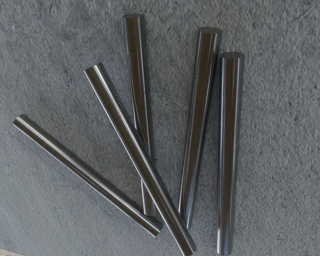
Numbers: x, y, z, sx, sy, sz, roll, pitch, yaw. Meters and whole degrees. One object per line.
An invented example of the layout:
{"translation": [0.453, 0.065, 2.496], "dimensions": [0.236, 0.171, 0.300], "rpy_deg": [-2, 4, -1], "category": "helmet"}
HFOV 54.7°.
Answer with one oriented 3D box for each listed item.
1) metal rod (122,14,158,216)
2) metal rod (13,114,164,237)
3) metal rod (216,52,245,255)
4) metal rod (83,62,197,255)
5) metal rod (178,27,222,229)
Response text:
{"translation": [-0.022, 0.003, 0.420], "dimensions": [0.025, 0.025, 0.298], "rpy_deg": [11, 123, 22], "category": "metal rod"}
{"translation": [-0.120, 0.078, 0.518], "dimensions": [0.300, 0.025, 0.025], "rpy_deg": [38, 129, 2], "category": "metal rod"}
{"translation": [0.086, 0.054, 0.394], "dimensions": [0.025, 0.025, 0.298], "rpy_deg": [9, 123, 23], "category": "metal rod"}
{"translation": [-0.019, 0.054, 0.416], "dimensions": [0.025, 0.025, 0.299], "rpy_deg": [-13, 112, 34], "category": "metal rod"}
{"translation": [0.044, 0.024, 0.398], "dimensions": [0.025, 0.025, 0.298], "rpy_deg": [16, 125, 19], "category": "metal rod"}
